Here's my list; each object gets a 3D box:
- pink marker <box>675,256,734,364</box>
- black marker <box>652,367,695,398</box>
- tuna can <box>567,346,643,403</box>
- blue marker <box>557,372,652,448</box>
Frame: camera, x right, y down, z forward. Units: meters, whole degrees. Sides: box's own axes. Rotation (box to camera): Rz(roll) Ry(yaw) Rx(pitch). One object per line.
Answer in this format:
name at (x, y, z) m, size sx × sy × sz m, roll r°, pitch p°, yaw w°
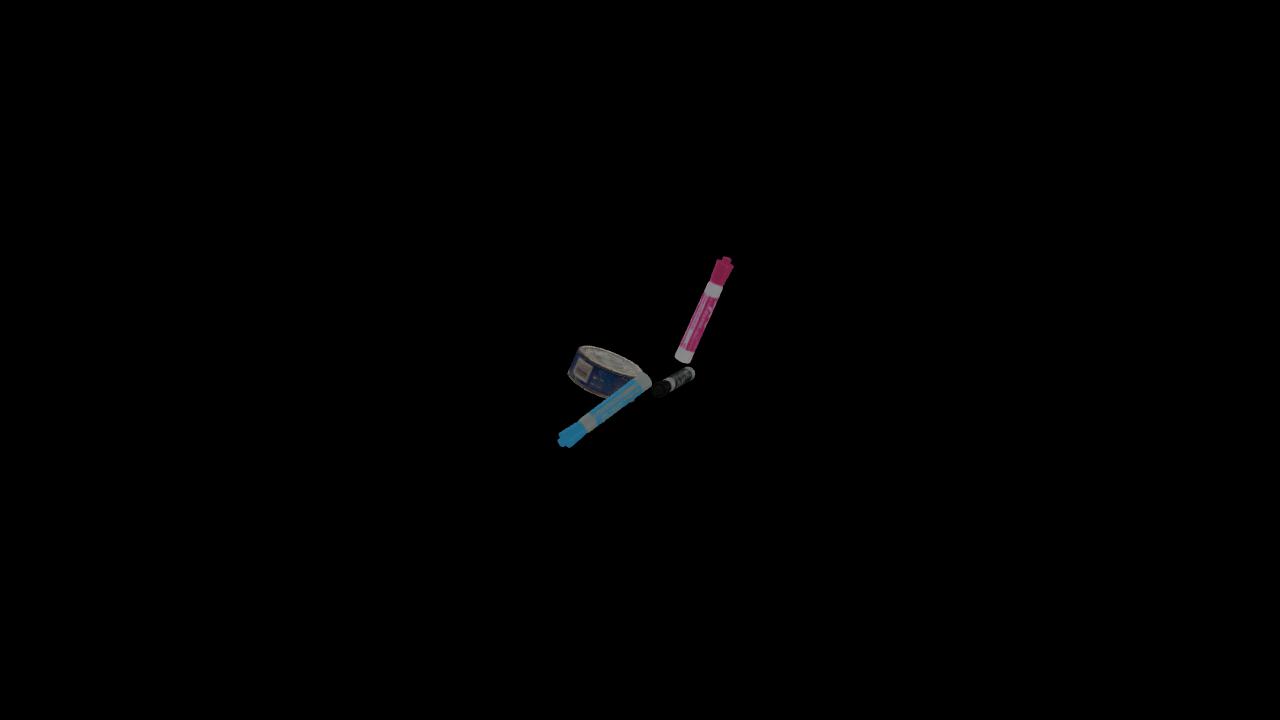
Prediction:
pink marker at (0.068, -0.052, 0.647) m, size 0.020 × 0.121 × 0.020 m, roll 19°, pitch 22°, yaw -8°
black marker at (0.042, 0.027, 0.760) m, size 0.020 × 0.020 × 0.121 m, roll 0°, pitch 9°, yaw 22°
tuna can at (-0.038, 0.015, 0.705) m, size 0.084 × 0.034 × 0.084 m, roll 22°, pitch 13°, yaw -5°
blue marker at (-0.036, 0.052, 0.635) m, size 0.121 × 0.020 × 0.020 m, roll -36°, pitch 19°, yaw -29°
